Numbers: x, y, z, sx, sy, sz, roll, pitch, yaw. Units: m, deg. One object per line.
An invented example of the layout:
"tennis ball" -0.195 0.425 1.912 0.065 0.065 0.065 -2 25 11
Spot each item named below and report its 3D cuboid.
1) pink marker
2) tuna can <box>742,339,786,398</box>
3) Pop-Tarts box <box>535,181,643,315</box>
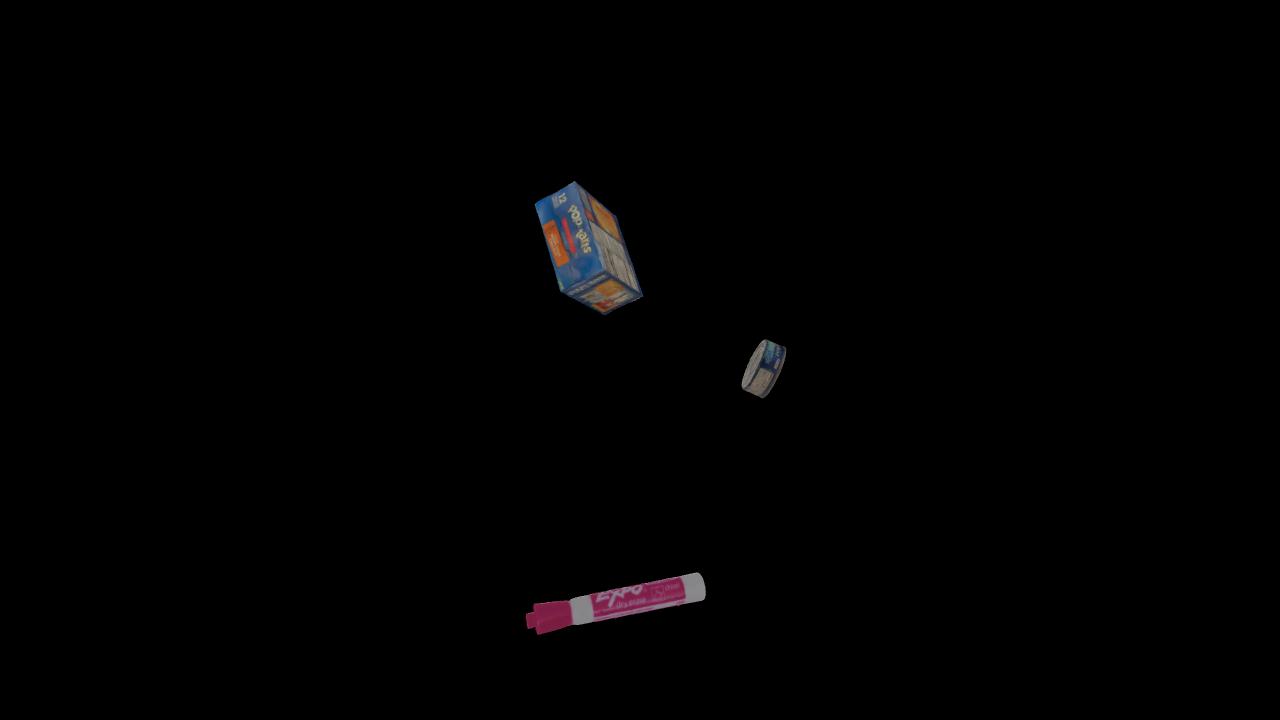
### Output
"pink marker" -0.015 0.162 0.411 0.121 0.020 0.020 -5 1 -17
"tuna can" 0.183 0.012 0.914 0.034 0.084 0.084 24 0 0
"Pop-Tarts box" -0.081 -0.176 0.997 0.083 0.167 0.141 -26 -20 19
